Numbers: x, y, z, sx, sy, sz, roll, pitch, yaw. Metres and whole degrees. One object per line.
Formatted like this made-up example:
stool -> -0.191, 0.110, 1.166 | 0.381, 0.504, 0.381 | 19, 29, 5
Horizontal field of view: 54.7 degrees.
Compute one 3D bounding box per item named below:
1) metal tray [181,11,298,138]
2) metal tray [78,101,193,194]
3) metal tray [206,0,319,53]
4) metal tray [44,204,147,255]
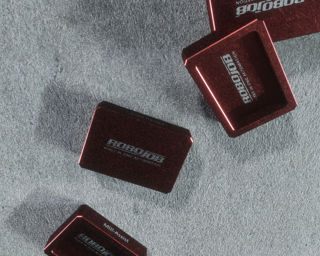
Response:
metal tray -> 0.095, -0.056, 0.364 | 0.090, 0.030, 0.130 | -28, 124, 15
metal tray -> -0.032, 0.027, 0.417 | 0.131, 0.030, 0.089 | 19, 109, -7
metal tray -> 0.122, -0.145, 0.355 | 0.131, 0.030, 0.089 | -12, 110, 4
metal tray -> -0.096, 0.188, 0.475 | 0.130, 0.030, 0.090 | 41, 105, -14
